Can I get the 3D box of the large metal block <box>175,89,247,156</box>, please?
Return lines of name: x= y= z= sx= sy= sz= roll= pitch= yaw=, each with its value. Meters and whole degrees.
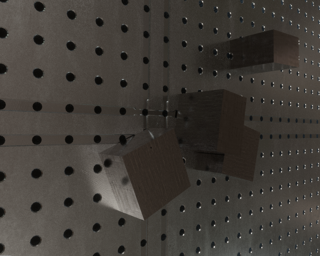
large metal block: x=0.068 y=-0.006 z=0.433 sx=0.050 sy=0.080 sz=0.080 roll=13 pitch=82 yaw=-40

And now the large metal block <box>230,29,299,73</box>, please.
large metal block: x=0.177 y=-0.126 z=0.524 sx=0.081 sy=0.080 sz=0.050 roll=-2 pitch=92 yaw=-40

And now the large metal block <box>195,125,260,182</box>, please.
large metal block: x=0.108 y=0.036 z=0.486 sx=0.080 sy=0.050 sz=0.080 roll=19 pitch=78 yaw=-39

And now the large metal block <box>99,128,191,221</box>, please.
large metal block: x=-0.017 y=0.052 z=0.381 sx=0.081 sy=0.050 sz=0.080 roll=-28 pitch=108 yaw=-37
